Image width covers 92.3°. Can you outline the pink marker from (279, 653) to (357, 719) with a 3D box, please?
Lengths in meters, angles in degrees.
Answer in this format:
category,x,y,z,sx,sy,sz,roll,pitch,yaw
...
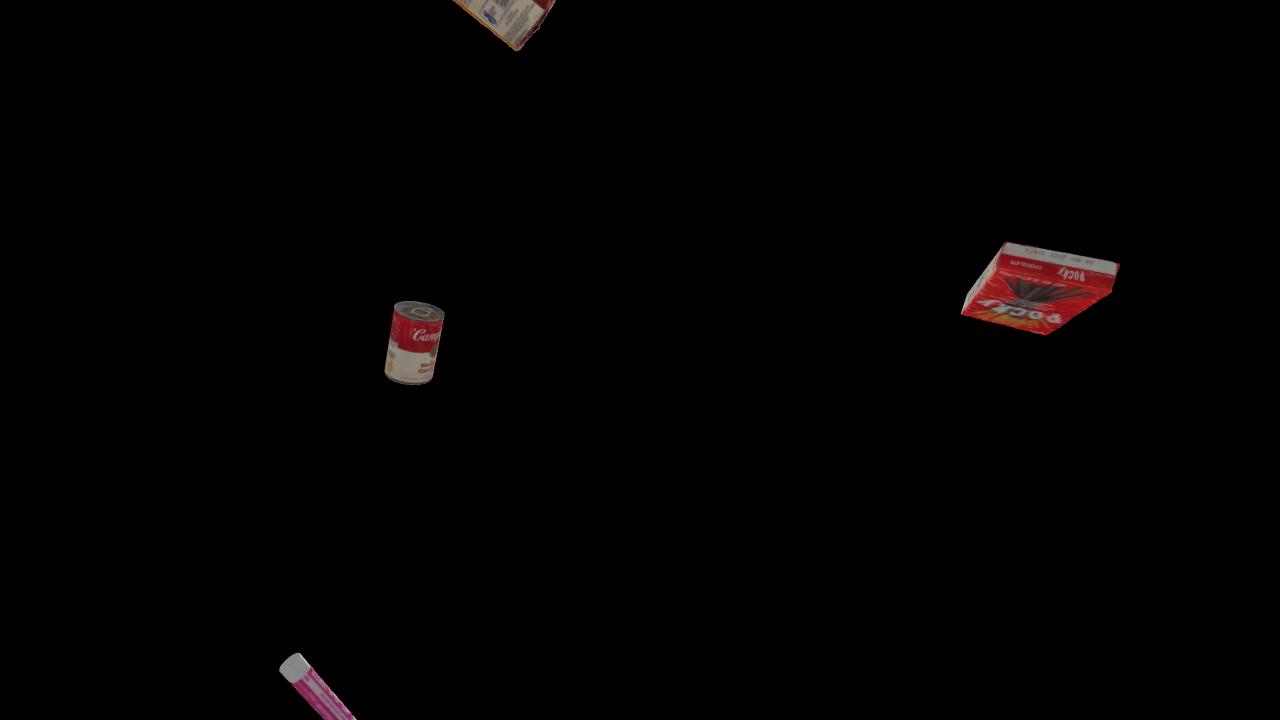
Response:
category,x,y,z,sx,sy,sz,roll,pitch,yaw
pink marker,-0.270,0.306,0.539,0.020,0.121,0.020,-25,18,9

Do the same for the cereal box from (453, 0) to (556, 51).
category,x,y,z,sx,sy,sz,roll,pitch,yaw
cereal box,-0.155,-0.397,0.407,0.306,0.203,0.081,30,-16,-28

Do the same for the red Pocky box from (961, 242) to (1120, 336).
category,x,y,z,sx,sy,sz,roll,pitch,yaw
red Pocky box,0.347,-0.059,0.549,0.083,0.028,0.155,16,-5,20

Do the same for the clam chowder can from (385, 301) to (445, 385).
category,x,y,z,sx,sy,sz,roll,pitch,yaw
clam chowder can,-0.318,-0.024,0.866,0.068,0.102,0.068,16,20,-6
